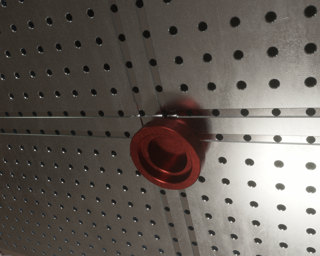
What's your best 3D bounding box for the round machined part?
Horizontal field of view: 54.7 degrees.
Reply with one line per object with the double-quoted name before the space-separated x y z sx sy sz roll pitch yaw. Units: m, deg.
"round machined part" 0.013 0.030 0.411 0.098 0.042 0.097 13 124 20
